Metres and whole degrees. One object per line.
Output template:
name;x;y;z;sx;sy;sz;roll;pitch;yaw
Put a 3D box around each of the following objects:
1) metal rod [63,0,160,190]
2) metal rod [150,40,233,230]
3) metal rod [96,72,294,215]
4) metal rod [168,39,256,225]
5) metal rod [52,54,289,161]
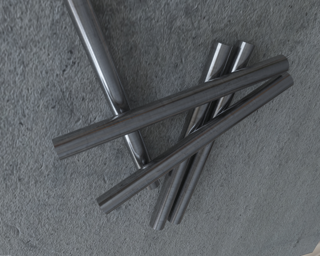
metal rod;-0.049;-0.033;0.359;0.025;0.025;0.299;-27;128;-12
metal rod;0.037;0.026;0.442;0.025;0.025;0.298;3;117;-30
metal rod;0.050;0.016;0.409;0.301;0.025;0.025;-34;129;-6
metal rod;0.067;0.020;0.455;0.025;0.025;0.298;5;116;-31
metal rod;0.026;-0.031;0.367;0.302;0.025;0.025;-22;127;-16
